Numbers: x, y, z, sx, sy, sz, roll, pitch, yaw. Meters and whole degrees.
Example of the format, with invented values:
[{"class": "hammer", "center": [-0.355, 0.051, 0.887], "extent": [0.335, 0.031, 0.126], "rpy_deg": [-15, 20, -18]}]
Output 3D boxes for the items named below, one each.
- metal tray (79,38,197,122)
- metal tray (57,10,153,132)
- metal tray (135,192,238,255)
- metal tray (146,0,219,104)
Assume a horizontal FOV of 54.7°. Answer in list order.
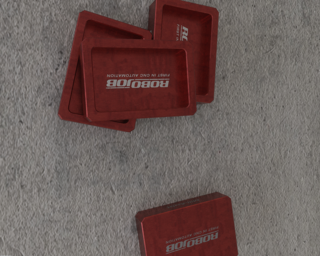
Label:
[{"class": "metal tray", "center": [-0.024, -0.056, 0.364], "extent": [0.131, 0.030, 0.089], "rpy_deg": [-4, 92, -20]}, {"class": "metal tray", "center": [-0.067, -0.066, 0.381], "extent": [0.091, 0.030, 0.129], "rpy_deg": [12, 86, -20]}, {"class": "metal tray", "center": [0.038, 0.146, 0.421], "extent": [0.131, 0.030, 0.089], "rpy_deg": [-9, 93, -20]}, {"class": "metal tray", "center": [0.029, -0.100, 0.416], "extent": [0.091, 0.030, 0.129], "rpy_deg": [4, 89, -20]}]
